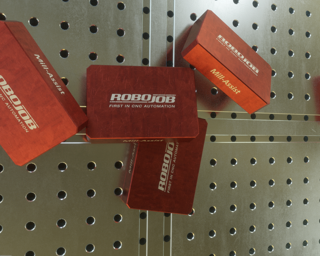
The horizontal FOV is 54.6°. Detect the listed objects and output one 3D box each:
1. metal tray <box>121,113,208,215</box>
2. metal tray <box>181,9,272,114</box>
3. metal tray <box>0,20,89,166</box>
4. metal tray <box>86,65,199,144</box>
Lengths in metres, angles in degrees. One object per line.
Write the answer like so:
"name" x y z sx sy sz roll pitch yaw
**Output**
"metal tray" 0.007 0.043 0.412 0.091 0.030 0.129 12 86 -20
"metal tray" 0.095 -0.090 0.421 0.130 0.030 0.090 37 46 -16
"metal tray" -0.150 -0.034 0.329 0.090 0.030 0.130 -29 101 17
"metal tray" -0.022 -0.028 0.379 0.131 0.030 0.090 0 76 -10
